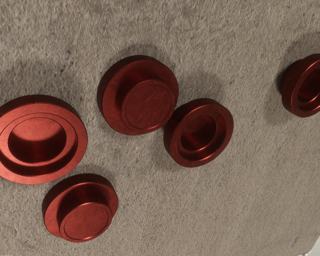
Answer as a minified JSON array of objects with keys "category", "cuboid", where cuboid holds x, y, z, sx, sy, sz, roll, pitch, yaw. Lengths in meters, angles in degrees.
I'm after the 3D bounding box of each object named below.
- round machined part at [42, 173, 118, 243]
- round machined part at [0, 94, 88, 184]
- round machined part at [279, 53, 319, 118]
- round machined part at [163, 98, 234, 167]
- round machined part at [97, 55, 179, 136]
[{"category":"round machined part","cuboid":[-0.102,0.112,0.411,0.099,0.042,0.097,-14,125,-21]},{"category":"round machined part","cuboid":[-0.131,0.008,0.330,0.099,0.042,0.097,-14,125,-21]},{"category":"round machined part","cuboid":[0.227,-0.068,0.480,0.099,0.042,0.097,-14,125,-21]},{"category":"round machined part","cuboid":[0.049,0.003,0.426,0.099,0.042,0.097,-14,125,-21]},{"category":"round machined part","cuboid":[-0.021,-0.033,0.366,0.099,0.042,0.097,-14,125,-21]}]
